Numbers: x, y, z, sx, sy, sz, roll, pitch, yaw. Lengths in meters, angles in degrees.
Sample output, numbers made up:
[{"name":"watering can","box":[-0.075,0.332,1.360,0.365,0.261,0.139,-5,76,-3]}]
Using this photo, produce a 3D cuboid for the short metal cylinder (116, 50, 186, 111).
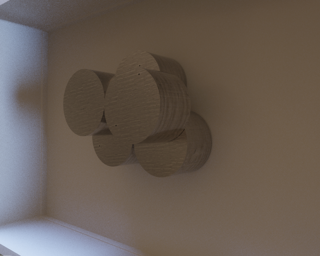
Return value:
[{"name":"short metal cylinder","box":[-0.013,-0.055,0.400,0.080,0.050,0.080,0,90,40]}]

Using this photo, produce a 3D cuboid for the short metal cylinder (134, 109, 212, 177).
[{"name":"short metal cylinder","box":[0.015,0.017,0.376,0.080,0.050,0.080,0,90,40]}]

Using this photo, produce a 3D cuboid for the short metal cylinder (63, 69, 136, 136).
[{"name":"short metal cylinder","box":[-0.076,-0.030,0.386,0.080,0.050,0.080,0,90,40]}]

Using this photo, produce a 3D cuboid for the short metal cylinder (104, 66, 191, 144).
[{"name":"short metal cylinder","box":[-0.014,-0.023,0.334,0.080,0.050,0.080,0,90,40]}]

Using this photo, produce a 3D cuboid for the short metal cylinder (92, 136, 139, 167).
[{"name":"short metal cylinder","box":[-0.048,0.011,0.428,0.080,0.050,0.080,0,90,40]}]
